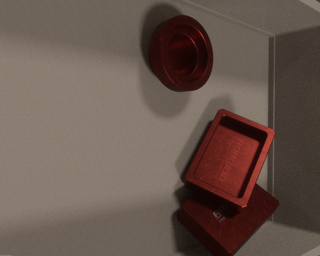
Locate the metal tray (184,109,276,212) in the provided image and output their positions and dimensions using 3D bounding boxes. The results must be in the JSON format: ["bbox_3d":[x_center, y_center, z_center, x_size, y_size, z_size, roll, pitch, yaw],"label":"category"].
[{"bbox_3d":[0.102,0.044,0.453,0.130,0.090,0.030,-59,166,-24],"label":"metal tray"}]

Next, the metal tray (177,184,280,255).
[{"bbox_3d":[0.101,0.120,0.451,0.131,0.090,0.030,-26,144,-37],"label":"metal tray"}]

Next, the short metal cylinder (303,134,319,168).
[{"bbox_3d":[0.373,0.054,0.711,0.081,0.050,0.079,0,90,-40],"label":"short metal cylinder"}]

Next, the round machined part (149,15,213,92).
[{"bbox_3d":[0.024,-0.097,0.417,0.099,0.042,0.097,0,90,-40],"label":"round machined part"}]
